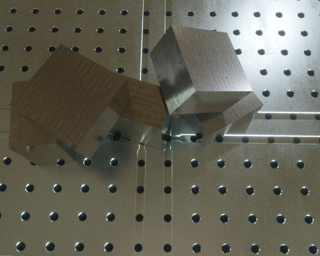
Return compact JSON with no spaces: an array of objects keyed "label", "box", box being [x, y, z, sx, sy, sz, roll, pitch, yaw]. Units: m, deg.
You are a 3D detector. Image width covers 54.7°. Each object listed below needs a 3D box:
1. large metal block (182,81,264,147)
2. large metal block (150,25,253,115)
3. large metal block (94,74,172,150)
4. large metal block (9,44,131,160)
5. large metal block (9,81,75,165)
[{"label":"large metal block","box":[0.073,-0.034,0.412,0.080,0.050,0.080,-29,73,-10]},{"label":"large metal block","box":[0.045,-0.063,0.349,0.081,0.050,0.080,-4,67,-33]},{"label":"large metal block","box":[-0.028,-0.019,0.388,0.080,0.080,0.050,18,71,6]},{"label":"large metal block","box":[-0.088,-0.026,0.321,0.080,0.050,0.080,29,72,10]},{"label":"large metal block","box":[-0.141,-0.005,0.382,0.050,0.080,0.080,-6,70,-2]}]
